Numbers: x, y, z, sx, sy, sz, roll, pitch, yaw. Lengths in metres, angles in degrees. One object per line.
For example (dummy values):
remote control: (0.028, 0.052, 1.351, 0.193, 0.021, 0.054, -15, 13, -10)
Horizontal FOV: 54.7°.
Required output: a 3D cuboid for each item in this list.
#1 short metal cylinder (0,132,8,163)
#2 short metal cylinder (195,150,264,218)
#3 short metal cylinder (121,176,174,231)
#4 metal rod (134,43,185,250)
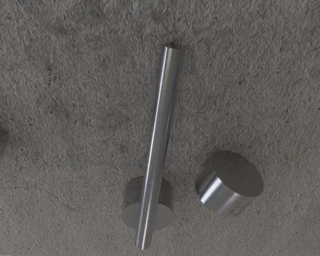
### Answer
short metal cylinder: (-0.239, 0.037, 0.400, 0.050, 0.080, 0.079, 21, 127, -17)
short metal cylinder: (0.097, 0.078, 0.439, 0.081, 0.080, 0.050, 18, 128, -15)
short metal cylinder: (-0.019, 0.121, 0.494, 0.081, 0.050, 0.079, 0, 130, 0)
metal rod: (-0.006, 0.043, 0.401, 0.025, 0.025, 0.298, 6, 117, -5)
